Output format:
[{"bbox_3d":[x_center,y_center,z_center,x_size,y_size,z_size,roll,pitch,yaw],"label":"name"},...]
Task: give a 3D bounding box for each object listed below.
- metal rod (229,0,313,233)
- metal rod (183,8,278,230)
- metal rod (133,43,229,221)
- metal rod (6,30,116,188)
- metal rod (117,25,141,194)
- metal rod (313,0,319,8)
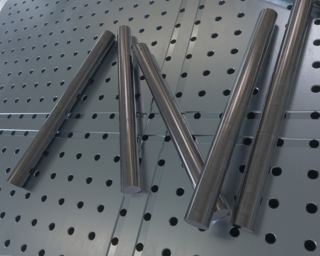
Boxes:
[{"bbox_3d":[0.134,-0.031,0.357,0.025,0.025,0.300,9,66,32],"label":"metal rod"},{"bbox_3d":[0.091,-0.031,0.361,0.025,0.025,0.300,8,60,32],"label":"metal rod"},{"bbox_3d":[0.014,-0.019,0.413,0.025,0.025,0.300,-30,52,9],"label":"metal rod"},{"bbox_3d":[-0.157,-0.041,0.517,0.025,0.025,0.300,16,70,34],"label":"metal rod"},{"bbox_3d":[-0.050,-0.047,0.464,0.025,0.025,0.300,-19,54,17],"label":"metal rod"},{"bbox_3d":[0.190,-0.188,0.424,0.025,0.025,0.300,-45,51,-3],"label":"metal rod"}]
